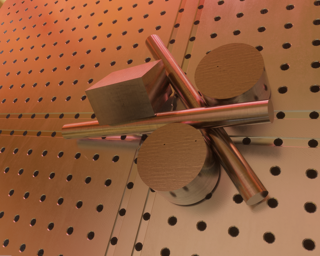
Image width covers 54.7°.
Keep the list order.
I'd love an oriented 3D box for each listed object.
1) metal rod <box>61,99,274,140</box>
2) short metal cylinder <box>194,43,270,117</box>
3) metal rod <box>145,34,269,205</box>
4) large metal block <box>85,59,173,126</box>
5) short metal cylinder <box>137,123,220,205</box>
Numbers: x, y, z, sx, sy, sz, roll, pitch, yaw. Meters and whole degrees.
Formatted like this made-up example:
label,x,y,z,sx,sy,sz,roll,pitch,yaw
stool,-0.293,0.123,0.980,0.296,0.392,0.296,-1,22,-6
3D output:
label,x,y,z,sx,sy,sz,roll,pitch,yaw
metal rod,-0.014,-0.006,0.393,0.300,0.025,0.025,-5,59,32
short metal cylinder,0.088,-0.055,0.376,0.080,0.050,0.080,-13,56,21
metal rod,0.043,-0.034,0.402,0.025,0.025,0.300,-33,51,7
large metal block,-0.038,-0.048,0.414,0.080,0.050,0.080,-10,23,23
short metal cylinder,0.021,0.041,0.351,0.080,0.050,0.080,-13,56,21
